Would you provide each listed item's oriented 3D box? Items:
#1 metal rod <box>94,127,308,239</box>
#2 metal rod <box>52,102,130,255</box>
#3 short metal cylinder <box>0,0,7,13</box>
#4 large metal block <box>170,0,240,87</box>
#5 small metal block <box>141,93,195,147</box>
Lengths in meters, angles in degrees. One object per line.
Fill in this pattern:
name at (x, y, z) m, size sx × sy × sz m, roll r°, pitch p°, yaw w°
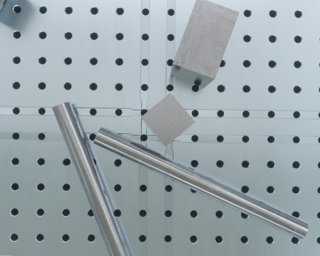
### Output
metal rod at (0.054, 0.073, 0.413) m, size 0.301 × 0.025 × 0.025 m, roll 25°, pitch 90°, yaw 0°
metal rod at (-0.077, 0.109, 0.412) m, size 0.025 × 0.025 × 0.299 m, roll -21°, pitch 90°, yaw 0°
short metal cylinder at (-0.231, -0.180, 0.384) m, size 0.080 × 0.080 × 0.050 m, roll 30°, pitch 90°, yaw 0°
large metal block at (0.052, -0.101, 0.386) m, size 0.050 × 0.080 × 0.080 m, roll 20°, pitch 90°, yaw 0°
small metal block at (0.010, -0.011, 0.413) m, size 0.050 × 0.025 × 0.050 m, roll -40°, pitch 90°, yaw 0°
